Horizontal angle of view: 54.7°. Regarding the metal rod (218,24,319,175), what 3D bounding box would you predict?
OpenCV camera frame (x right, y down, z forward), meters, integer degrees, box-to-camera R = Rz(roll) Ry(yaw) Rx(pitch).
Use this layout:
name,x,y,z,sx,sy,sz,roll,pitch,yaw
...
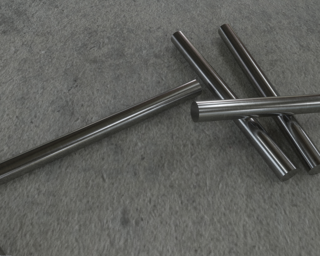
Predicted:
name,x,y,z,sx,sy,sz,roll,pitch,yaw
metal rod,0.151,-0.063,0.458,0.025,0.025,0.300,-10,51,-9

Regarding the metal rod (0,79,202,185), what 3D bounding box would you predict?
name,x,y,z,sx,sy,sz,roll,pitch,yaw
metal rod,-0.075,0.001,0.401,0.302,0.025,0.025,-25,55,-20

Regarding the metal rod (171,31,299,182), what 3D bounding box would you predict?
name,x,y,z,sx,sy,sz,roll,pitch,yaw
metal rod,0.090,-0.051,0.446,0.025,0.025,0.300,-18,53,-15

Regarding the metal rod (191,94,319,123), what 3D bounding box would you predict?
name,x,y,z,sx,sy,sz,roll,pitch,yaw
metal rod,0.184,-0.031,0.400,0.303,0.025,0.025,-5,50,-17

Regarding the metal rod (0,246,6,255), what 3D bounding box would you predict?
name,x,y,z,sx,sy,sz,roll,pitch,yaw
metal rod,-0.192,0.102,0.315,0.025,0.025,0.300,-37,59,-27
